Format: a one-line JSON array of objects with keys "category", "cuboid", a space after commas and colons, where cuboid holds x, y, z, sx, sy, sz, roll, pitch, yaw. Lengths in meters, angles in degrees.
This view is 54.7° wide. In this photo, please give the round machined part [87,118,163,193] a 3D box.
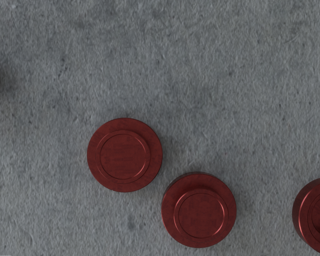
[{"category": "round machined part", "cuboid": [-0.046, 0.035, 0.401, 0.099, 0.042, 0.097, 0, 90, -1]}]

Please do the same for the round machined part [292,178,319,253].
[{"category": "round machined part", "cuboid": [0.221, 0.112, 0.405, 0.099, 0.042, 0.097, 0, 90, -1]}]

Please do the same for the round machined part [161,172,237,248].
[{"category": "round machined part", "cuboid": [0.051, 0.108, 0.402, 0.099, 0.042, 0.097, 0, 90, -1]}]
